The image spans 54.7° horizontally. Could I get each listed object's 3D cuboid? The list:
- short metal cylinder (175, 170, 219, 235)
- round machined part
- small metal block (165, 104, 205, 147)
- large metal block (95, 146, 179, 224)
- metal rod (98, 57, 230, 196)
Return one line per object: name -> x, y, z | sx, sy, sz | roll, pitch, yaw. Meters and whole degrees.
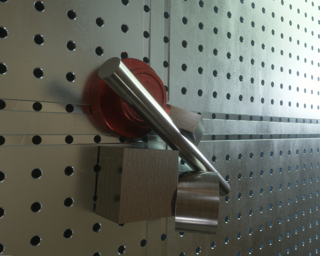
short metal cylinder -> 0.048, 0.097, 0.407 | 0.080, 0.050, 0.079 | 1, 92, -85
round machined part -> -0.030, -0.036, 0.374 | 0.099, 0.042, 0.097 | 0, 90, -40
small metal block -> 0.029, -0.003, 0.407 | 0.025, 0.050, 0.050 | -64, 160, -16
large metal block -> -0.026, 0.064, 0.370 | 0.081, 0.050, 0.080 | 6, 86, -40
metal rod -> 0.027, 0.021, 0.392 | 0.300, 0.025, 0.025 | 46, 62, -45
